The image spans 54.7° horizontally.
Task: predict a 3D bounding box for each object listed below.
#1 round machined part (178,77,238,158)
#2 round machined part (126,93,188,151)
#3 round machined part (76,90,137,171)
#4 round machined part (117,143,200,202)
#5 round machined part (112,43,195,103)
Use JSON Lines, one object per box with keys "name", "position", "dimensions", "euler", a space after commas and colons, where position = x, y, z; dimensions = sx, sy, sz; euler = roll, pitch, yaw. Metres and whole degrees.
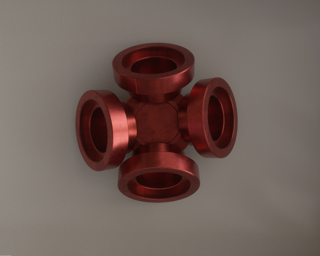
{"name": "round machined part", "position": [0.058, -0.012, 0.384], "dimensions": [0.042, 0.099, 0.097], "euler": [-3, 90, 36]}
{"name": "round machined part", "position": [-0.003, -0.006, 0.401], "dimensions": [0.099, 0.042, 0.097], "euler": [0, 90, -1]}
{"name": "round machined part", "position": [-0.064, 0.002, 0.382], "dimensions": [0.042, 0.098, 0.097], "euler": [-7, 90, -38]}
{"name": "round machined part", "position": [-0.002, 0.054, 0.382], "dimensions": [0.099, 0.097, 0.042], "euler": [-1, 54, -1]}
{"name": "round machined part", "position": [-0.007, -0.066, 0.382], "dimensions": [0.099, 0.098, 0.042], "euler": [-4, 128, -1]}
